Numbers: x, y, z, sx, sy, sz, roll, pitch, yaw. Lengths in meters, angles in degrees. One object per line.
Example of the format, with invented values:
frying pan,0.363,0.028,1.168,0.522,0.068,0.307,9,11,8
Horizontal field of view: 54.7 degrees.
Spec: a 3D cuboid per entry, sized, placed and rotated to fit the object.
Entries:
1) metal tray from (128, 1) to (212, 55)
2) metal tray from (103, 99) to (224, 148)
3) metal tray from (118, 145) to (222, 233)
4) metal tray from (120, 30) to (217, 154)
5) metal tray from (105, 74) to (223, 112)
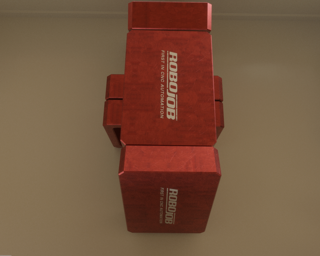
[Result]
metal tray,0.011,-0.121,0.396,0.091,0.130,0.030,1,91,0
metal tray,0.004,-0.002,0.375,0.131,0.090,0.030,1,70,0
metal tray,0.008,0.070,0.325,0.091,0.129,0.030,1,49,-1
metal tray,0.009,-0.039,0.324,0.091,0.030,0.130,1,70,-1
metal tray,0.005,-0.031,0.385,0.131,0.090,0.030,1,70,0
